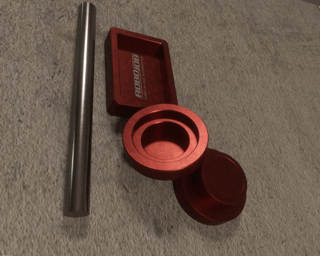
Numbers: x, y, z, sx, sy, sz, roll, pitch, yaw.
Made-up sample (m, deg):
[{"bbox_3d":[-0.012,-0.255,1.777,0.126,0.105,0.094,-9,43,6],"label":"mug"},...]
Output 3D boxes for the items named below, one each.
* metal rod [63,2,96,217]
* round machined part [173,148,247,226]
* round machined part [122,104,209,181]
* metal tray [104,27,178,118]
[{"bbox_3d":[-0.094,-0.044,0.380,0.025,0.025,0.299,9,58,-24],"label":"metal rod"},{"bbox_3d":[0.070,0.069,0.390,0.099,0.042,0.098,14,56,-21],"label":"round machined part"},{"bbox_3d":[0.006,0.020,0.370,0.099,0.042,0.098,0,51,0],"label":"round machined part"},{"bbox_3d":[-0.028,-0.075,0.432,0.091,0.030,0.130,7,59,-25],"label":"metal tray"}]
